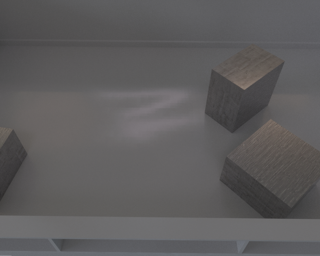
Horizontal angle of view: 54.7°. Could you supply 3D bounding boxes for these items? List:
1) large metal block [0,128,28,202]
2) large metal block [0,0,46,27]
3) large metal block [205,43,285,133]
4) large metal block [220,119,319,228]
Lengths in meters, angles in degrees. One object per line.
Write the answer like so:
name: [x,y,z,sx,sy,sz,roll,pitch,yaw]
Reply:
large metal block: [-0.215,0.041,0.352,0.080,0.050,0.080,8,51,7]
large metal block: [-0.272,-0.231,0.557,0.080,0.050,0.080,31,13,23]
large metal block: [0.110,-0.053,0.414,0.080,0.080,0.050,-34,58,-25]
large metal block: [0.128,0.048,0.349,0.080,0.050,0.080,-34,58,-26]
